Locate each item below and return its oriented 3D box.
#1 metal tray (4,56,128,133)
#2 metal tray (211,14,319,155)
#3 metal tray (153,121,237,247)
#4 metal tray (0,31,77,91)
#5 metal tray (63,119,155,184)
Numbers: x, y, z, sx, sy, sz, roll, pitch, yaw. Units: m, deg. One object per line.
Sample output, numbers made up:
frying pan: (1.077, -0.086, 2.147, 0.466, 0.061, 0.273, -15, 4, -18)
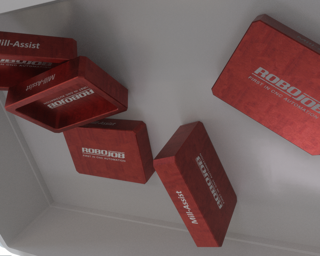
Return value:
metal tray: (-0.118, -0.037, 0.400, 0.130, 0.030, 0.090, -16, 151, 25)
metal tray: (0.130, -0.041, 0.311, 0.130, 0.030, 0.089, 33, 129, 6)
metal tray: (0.049, 0.068, 0.382, 0.030, 0.090, 0.130, -15, 111, 34)
metal tray: (-0.172, -0.077, 0.377, 0.090, 0.131, 0.030, 137, 129, -62)
metal tray: (-0.078, 0.032, 0.466, 0.130, 0.030, 0.089, 4, 121, 26)
